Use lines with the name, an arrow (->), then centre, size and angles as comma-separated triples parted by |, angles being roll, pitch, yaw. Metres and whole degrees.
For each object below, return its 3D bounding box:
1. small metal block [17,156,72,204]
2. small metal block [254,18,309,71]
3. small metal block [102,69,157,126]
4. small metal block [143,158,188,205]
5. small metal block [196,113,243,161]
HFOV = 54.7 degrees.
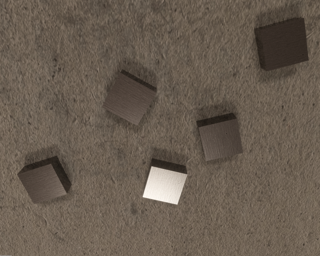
small metal block -> -0.161, 0.073, 0.434 | 0.050, 0.025, 0.050 | -18, 109, 6
small metal block -> 0.147, -0.101, 0.375 | 0.050, 0.025, 0.050 | -15, 110, 5
small metal block -> -0.038, -0.039, 0.395 | 0.050, 0.025, 0.050 | 28, 107, -10
small metal block -> 0.007, 0.075, 0.438 | 0.050, 0.025, 0.050 | 14, 109, -6
small metal block -> 0.080, 0.012, 0.415 | 0.050, 0.025, 0.050 | -13, 110, 4
